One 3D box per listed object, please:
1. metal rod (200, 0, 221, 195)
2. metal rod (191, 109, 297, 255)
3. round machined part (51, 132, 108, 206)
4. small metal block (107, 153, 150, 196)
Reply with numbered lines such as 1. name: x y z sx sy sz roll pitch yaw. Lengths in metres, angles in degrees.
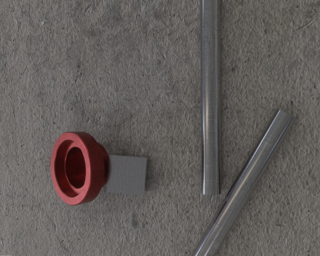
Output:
1. metal rod: 0.063 -0.068 0.386 0.025 0.025 0.298 0 90 20
2. metal rod: 0.078 0.114 0.381 0.025 0.025 0.299 30 100 17
3. round machined part: -0.106 0.054 0.426 0.098 0.042 0.097 1 91 42
4. small metal block: -0.042 0.061 0.418 0.050 0.025 0.050 4 92 6
